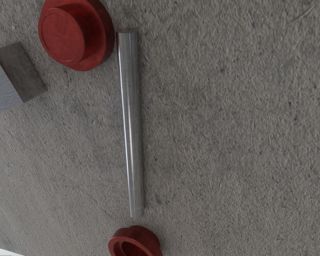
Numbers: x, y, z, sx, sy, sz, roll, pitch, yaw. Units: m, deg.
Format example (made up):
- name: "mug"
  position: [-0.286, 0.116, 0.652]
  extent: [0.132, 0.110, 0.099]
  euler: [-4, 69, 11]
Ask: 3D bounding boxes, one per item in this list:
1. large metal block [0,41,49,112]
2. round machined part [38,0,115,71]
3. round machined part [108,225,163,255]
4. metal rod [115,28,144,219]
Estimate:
- name: "large metal block"
  position: [-0.231, -0.074, 0.467]
  extent: [0.080, 0.050, 0.080]
  euler: [-12, 112, 33]
- name: "round machined part"
  position: [-0.109, -0.116, 0.382]
  extent: [0.098, 0.042, 0.097]
  euler: [13, 124, 21]
- name: "round machined part"
  position: [-0.039, 0.212, 0.547]
  extent: [0.098, 0.042, 0.097]
  euler: [13, 124, 21]
- name: "metal rod"
  position: [-0.038, 0.014, 0.435]
  extent: [0.025, 0.025, 0.298]
  euler: [13, 124, 21]
